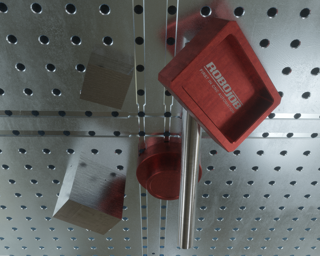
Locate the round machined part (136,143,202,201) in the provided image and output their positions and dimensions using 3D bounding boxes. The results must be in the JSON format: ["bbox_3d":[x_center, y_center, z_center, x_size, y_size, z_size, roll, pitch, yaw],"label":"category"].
[{"bbox_3d":[0.014,0.071,0.461,0.099,0.042,0.097,-1,130,0],"label":"round machined part"}]

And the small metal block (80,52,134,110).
[{"bbox_3d":[-0.063,-0.054,0.365,0.050,0.025,0.050,15,129,-13],"label":"small metal block"}]

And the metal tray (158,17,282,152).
[{"bbox_3d":[0.071,-0.042,0.341,0.090,0.030,0.130,-46,126,1],"label":"metal tray"}]

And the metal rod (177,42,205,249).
[{"bbox_3d":[0.039,0.042,0.403,0.025,0.025,0.298,0,117,-1],"label":"metal rod"}]

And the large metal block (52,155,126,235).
[{"bbox_3d":[-0.101,0.099,0.459,0.080,0.080,0.050,29,124,-23],"label":"large metal block"}]
